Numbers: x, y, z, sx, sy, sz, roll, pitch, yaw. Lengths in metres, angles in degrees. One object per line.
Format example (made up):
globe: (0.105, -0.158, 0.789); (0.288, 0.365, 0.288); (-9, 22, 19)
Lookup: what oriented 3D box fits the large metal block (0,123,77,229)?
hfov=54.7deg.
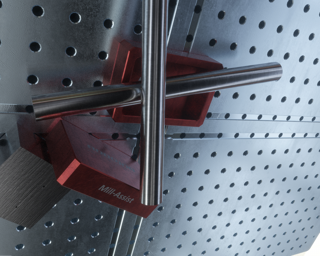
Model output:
large metal block: (-0.153, 0.055, 0.346); (0.080, 0.050, 0.080); (-44, 130, 2)

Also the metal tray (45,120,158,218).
metal tray: (-0.065, 0.049, 0.365); (0.030, 0.090, 0.130); (-50, 129, 6)

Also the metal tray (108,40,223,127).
metal tray: (0.007, -0.050, 0.382); (0.131, 0.030, 0.089); (3, 117, -30)

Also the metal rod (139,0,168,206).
metal rod: (-0.006, -0.067, 0.309); (0.025, 0.025, 0.298); (-4, 102, -27)

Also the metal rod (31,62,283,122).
metal rod: (0.016, -0.047, 0.353); (0.303, 0.025, 0.025); (-12, 124, -23)
